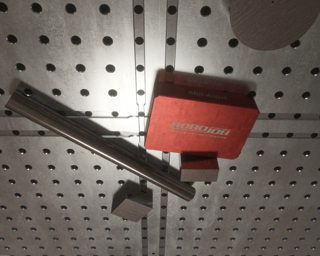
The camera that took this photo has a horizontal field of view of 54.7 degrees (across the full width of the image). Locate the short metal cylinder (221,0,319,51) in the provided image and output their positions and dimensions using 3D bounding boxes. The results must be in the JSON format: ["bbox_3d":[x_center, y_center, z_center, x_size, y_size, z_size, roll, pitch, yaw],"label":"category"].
[{"bbox_3d":[0.102,-0.121,0.294,0.081,0.050,0.079,0,130,0],"label":"short metal cylinder"}]

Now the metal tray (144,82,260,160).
[{"bbox_3d":[0.050,-0.006,0.404,0.131,0.030,0.089,7,130,-7],"label":"metal tray"}]

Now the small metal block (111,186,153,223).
[{"bbox_3d":[-0.047,0.130,0.522,0.050,0.025,0.050,27,125,-22],"label":"small metal block"}]

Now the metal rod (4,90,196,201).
[{"bbox_3d":[-0.067,0.036,0.440,0.301,0.025,0.025,32,123,-25],"label":"metal rod"}]

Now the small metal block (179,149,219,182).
[{"bbox_3d":[0.053,0.048,0.437,0.050,0.050,0.025,1,130,-1],"label":"small metal block"}]
